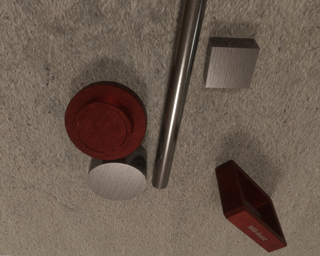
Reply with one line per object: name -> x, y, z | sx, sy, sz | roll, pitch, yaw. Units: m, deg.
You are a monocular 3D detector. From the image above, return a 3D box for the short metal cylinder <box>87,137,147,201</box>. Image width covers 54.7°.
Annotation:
short metal cylinder -> -0.059, 0.058, 0.440 | 0.081, 0.050, 0.079 | -1, 131, 0

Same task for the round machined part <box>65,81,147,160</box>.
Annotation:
round machined part -> -0.066, -0.004, 0.372 | 0.099, 0.042, 0.097 | 0, 111, 1

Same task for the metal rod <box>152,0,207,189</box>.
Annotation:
metal rod -> 0.018, -0.028, 0.383 | 0.025, 0.025, 0.298 | 5, 130, -5

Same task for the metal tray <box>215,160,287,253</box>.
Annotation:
metal tray -> 0.137, 0.118, 0.467 | 0.030, 0.090, 0.130 | -33, 123, 24

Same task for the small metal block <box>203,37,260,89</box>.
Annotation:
small metal block -> 0.078, -0.072, 0.347 | 0.050, 0.025, 0.050 | 2, 130, -2
